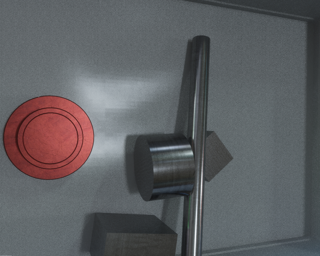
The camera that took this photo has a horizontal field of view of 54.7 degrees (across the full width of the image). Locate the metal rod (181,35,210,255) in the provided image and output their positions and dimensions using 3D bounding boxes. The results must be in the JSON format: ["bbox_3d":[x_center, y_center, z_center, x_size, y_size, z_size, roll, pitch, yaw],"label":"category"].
[{"bbox_3d":[0.048,0.022,0.404,0.025,0.025,0.299,8,78,-20],"label":"metal rod"}]

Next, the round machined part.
[{"bbox_3d":[-0.125,0.011,0.356,0.099,0.042,0.097,0,90,-21],"label":"round machined part"}]

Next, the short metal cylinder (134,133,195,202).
[{"bbox_3d":[0.003,0.047,0.383,0.050,0.080,0.079,-3,91,-20],"label":"short metal cylinder"}]

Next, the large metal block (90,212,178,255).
[{"bbox_3d":[-0.035,0.138,0.370,0.081,0.080,0.050,9,87,-20],"label":"large metal block"}]

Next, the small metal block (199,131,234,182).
[{"bbox_3d":[0.067,0.039,0.437,0.050,0.025,0.050,-41,103,-16],"label":"small metal block"}]
